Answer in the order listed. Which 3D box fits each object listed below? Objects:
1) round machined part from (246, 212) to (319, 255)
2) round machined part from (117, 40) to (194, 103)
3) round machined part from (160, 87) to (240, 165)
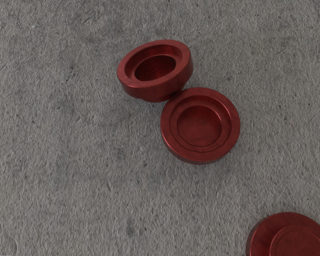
[{"bbox_3d":[0.151,0.144,0.347,0.099,0.042,0.098,0,70,0],"label":"round machined part"},{"bbox_3d":[-0.003,-0.072,0.411,0.098,0.042,0.098,-10,46,11],"label":"round machined part"},{"bbox_3d":[0.050,0.000,0.399,0.099,0.042,0.098,0,70,0],"label":"round machined part"}]
